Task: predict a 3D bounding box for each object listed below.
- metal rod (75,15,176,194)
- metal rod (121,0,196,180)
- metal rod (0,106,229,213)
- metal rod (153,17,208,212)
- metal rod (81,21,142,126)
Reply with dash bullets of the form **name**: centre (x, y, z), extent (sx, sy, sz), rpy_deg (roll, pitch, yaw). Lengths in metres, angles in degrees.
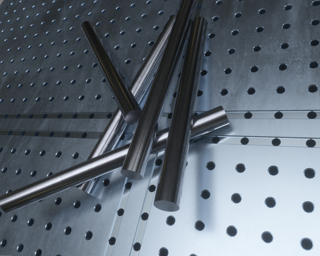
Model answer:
- **metal rod**: centre (-0.039, -0.046, 0.455), extent (0.025, 0.025, 0.300), rpy_deg (16, 69, 34)
- **metal rod**: centre (0.007, -0.072, 0.412), extent (0.025, 0.025, 0.300), rpy_deg (-1, 55, 27)
- **metal rod**: centre (-0.060, 0.041, 0.388), extent (0.301, 0.025, 0.025), rpy_deg (-22, 53, 5)
- **metal rod**: centre (0.034, -0.043, 0.383), extent (0.025, 0.025, 0.300), rpy_deg (-7, 49, 24)
- **metal rod**: centre (-0.086, -0.104, 0.494), extent (0.025, 0.025, 0.300), rpy_deg (-35, 45, 4)
